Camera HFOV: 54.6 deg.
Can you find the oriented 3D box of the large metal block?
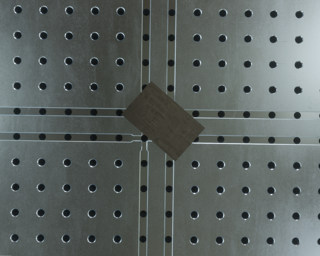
[{"bbox_3d":[0.004,-0.008,0.386,0.080,0.080,0.050,41,90,-1],"label":"large metal block"}]
